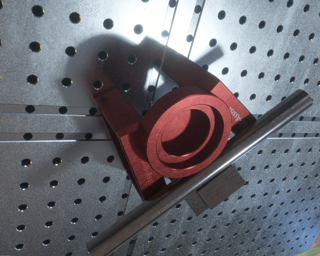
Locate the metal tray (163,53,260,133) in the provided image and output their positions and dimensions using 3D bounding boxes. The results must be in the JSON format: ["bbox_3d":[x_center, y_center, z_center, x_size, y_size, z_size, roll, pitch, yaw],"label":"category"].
[{"bbox_3d":[0.071,-0.032,0.389,0.030,0.090,0.130,-49,129,7],"label":"metal tray"}]

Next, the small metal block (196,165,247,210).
[{"bbox_3d":[0.070,0.069,0.372,0.050,0.050,0.025,-37,85,-4],"label":"small metal block"}]

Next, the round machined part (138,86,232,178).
[{"bbox_3d":[0.023,0.001,0.325,0.099,0.042,0.097,-14,125,-21],"label":"round machined part"}]

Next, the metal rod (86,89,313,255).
[{"bbox_3d":[0.049,0.050,0.354,0.301,0.025,0.025,-35,129,-5],"label":"metal rod"}]

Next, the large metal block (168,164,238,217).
[{"bbox_3d":[0.056,0.063,0.443,0.080,0.080,0.050,-36,129,-5],"label":"large metal block"}]

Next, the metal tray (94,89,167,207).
[{"bbox_3d":[-0.031,0.028,0.370,0.030,0.090,0.129,-26,128,-12],"label":"metal tray"}]
